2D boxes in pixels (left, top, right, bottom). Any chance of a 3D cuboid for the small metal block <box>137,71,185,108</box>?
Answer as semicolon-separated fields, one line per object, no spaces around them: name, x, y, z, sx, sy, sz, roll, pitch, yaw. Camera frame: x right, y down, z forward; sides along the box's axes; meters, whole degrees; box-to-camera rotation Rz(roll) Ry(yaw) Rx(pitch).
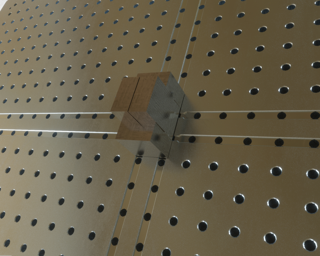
small metal block;-0.001;-0.051;0.424;0.050;0.050;0.025;2;63;29

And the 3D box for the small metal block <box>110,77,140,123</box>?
small metal block;-0.032;-0.030;0.396;0.025;0.050;0.050;2;63;29

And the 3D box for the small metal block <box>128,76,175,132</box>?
small metal block;-0.009;-0.029;0.383;0.025;0.050;0.050;1;62;30

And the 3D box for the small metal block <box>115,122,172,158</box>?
small metal block;-0.020;0.015;0.394;0.050;0.050;0.025;2;62;29

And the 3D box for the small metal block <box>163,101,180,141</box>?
small metal block;-0.005;-0.012;0.419;0.050;0.025;0.050;1;62;30
